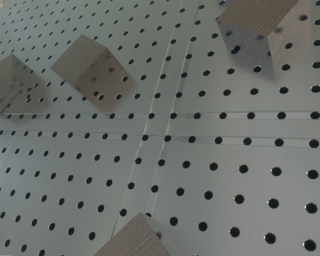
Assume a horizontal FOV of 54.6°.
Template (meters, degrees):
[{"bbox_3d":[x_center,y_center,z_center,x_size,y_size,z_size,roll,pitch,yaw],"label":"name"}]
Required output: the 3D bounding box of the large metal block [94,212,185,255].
[{"bbox_3d":[-0.017,0.147,0.312,0.080,0.050,0.080,-43,51,-2],"label":"large metal block"}]

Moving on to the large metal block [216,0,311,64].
[{"bbox_3d":[0.136,-0.142,0.409,0.080,0.050,0.080,-49,51,-6],"label":"large metal block"}]

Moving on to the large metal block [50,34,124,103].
[{"bbox_3d":[-0.123,-0.101,0.521,0.080,0.050,0.080,-49,51,-7],"label":"large metal block"}]

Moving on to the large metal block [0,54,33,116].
[{"bbox_3d":[-0.299,-0.084,0.603,0.080,0.050,0.080,-29,52,10],"label":"large metal block"}]
